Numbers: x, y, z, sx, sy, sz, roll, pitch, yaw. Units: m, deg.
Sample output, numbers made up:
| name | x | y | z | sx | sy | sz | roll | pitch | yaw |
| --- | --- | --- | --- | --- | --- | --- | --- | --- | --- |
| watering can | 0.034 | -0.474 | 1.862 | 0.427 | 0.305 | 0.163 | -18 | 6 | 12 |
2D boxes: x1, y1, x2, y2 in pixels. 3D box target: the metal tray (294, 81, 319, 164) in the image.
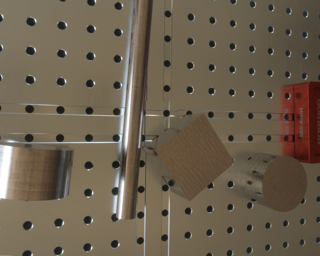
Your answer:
| name | x | y | z | sx | sy | sz | roll | pitch | yaw |
| --- | --- | --- | --- | --- | --- | --- | --- | --- | --- |
| metal tray | 0.268 | -0.010 | 0.511 | 0.091 | 0.030 | 0.129 | -1 | 91 | -21 |

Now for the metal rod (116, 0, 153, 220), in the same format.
| name | x | y | z | sx | sy | sz | roll | pitch | yaw |
| --- | --- | --- | --- | --- | --- | --- | --- | --- | --- |
| metal rod | -0.032 | -0.035 | 0.401 | 0.025 | 0.025 | 0.298 | 5 | 88 | -20 |

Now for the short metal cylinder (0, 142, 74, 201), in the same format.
| name | x | y | z | sx | sy | sz | roll | pitch | yaw |
| --- | --- | --- | --- | --- | --- | --- | --- | --- | --- |
| short metal cylinder | -0.137 | 0.044 | 0.333 | 0.081 | 0.080 | 0.050 | 7 | 88 | -20 |

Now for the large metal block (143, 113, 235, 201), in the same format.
| name | x | y | z | sx | sy | sz | roll | pitch | yaw |
| --- | --- | --- | --- | --- | --- | --- | --- | --- | --- |
| large metal block | 0.038 | 0.036 | 0.415 | 0.080 | 0.050 | 0.080 | -37 | 102 | -16 |

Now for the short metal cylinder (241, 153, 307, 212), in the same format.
| name | x | y | z | sx | sy | sz | roll | pitch | yaw |
| --- | --- | --- | --- | --- | --- | --- | --- | --- | --- |
| short metal cylinder | 0.170 | 0.080 | 0.464 | 0.081 | 0.050 | 0.079 | 0 | 90 | -21 |
